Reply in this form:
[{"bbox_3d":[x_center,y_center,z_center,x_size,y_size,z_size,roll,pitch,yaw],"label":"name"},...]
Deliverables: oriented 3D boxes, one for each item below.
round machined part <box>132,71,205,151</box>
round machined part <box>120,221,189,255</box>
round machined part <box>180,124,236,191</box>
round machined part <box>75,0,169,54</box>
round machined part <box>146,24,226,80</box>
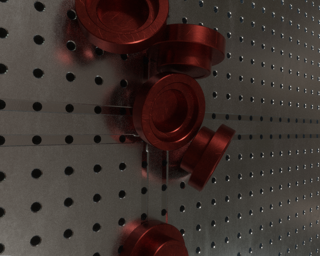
[{"bbox_3d":[0.007,-0.024,0.396,0.099,0.042,0.097,-12,111,-32],"label":"round machined part"},{"bbox_3d":[-0.001,0.174,0.400,0.099,0.042,0.097,0,90,-40],"label":"round machined part"},{"bbox_3d":[0.063,0.036,0.432,0.098,0.042,0.098,-55,165,-21],"label":"round machined part"},{"bbox_3d":[-0.041,-0.124,0.344,0.099,0.042,0.098,2,72,-5],"label":"round machined part"},{"bbox_3d":[0.031,-0.090,0.389,0.099,0.098,0.042,11,82,-40],"label":"round machined part"}]
